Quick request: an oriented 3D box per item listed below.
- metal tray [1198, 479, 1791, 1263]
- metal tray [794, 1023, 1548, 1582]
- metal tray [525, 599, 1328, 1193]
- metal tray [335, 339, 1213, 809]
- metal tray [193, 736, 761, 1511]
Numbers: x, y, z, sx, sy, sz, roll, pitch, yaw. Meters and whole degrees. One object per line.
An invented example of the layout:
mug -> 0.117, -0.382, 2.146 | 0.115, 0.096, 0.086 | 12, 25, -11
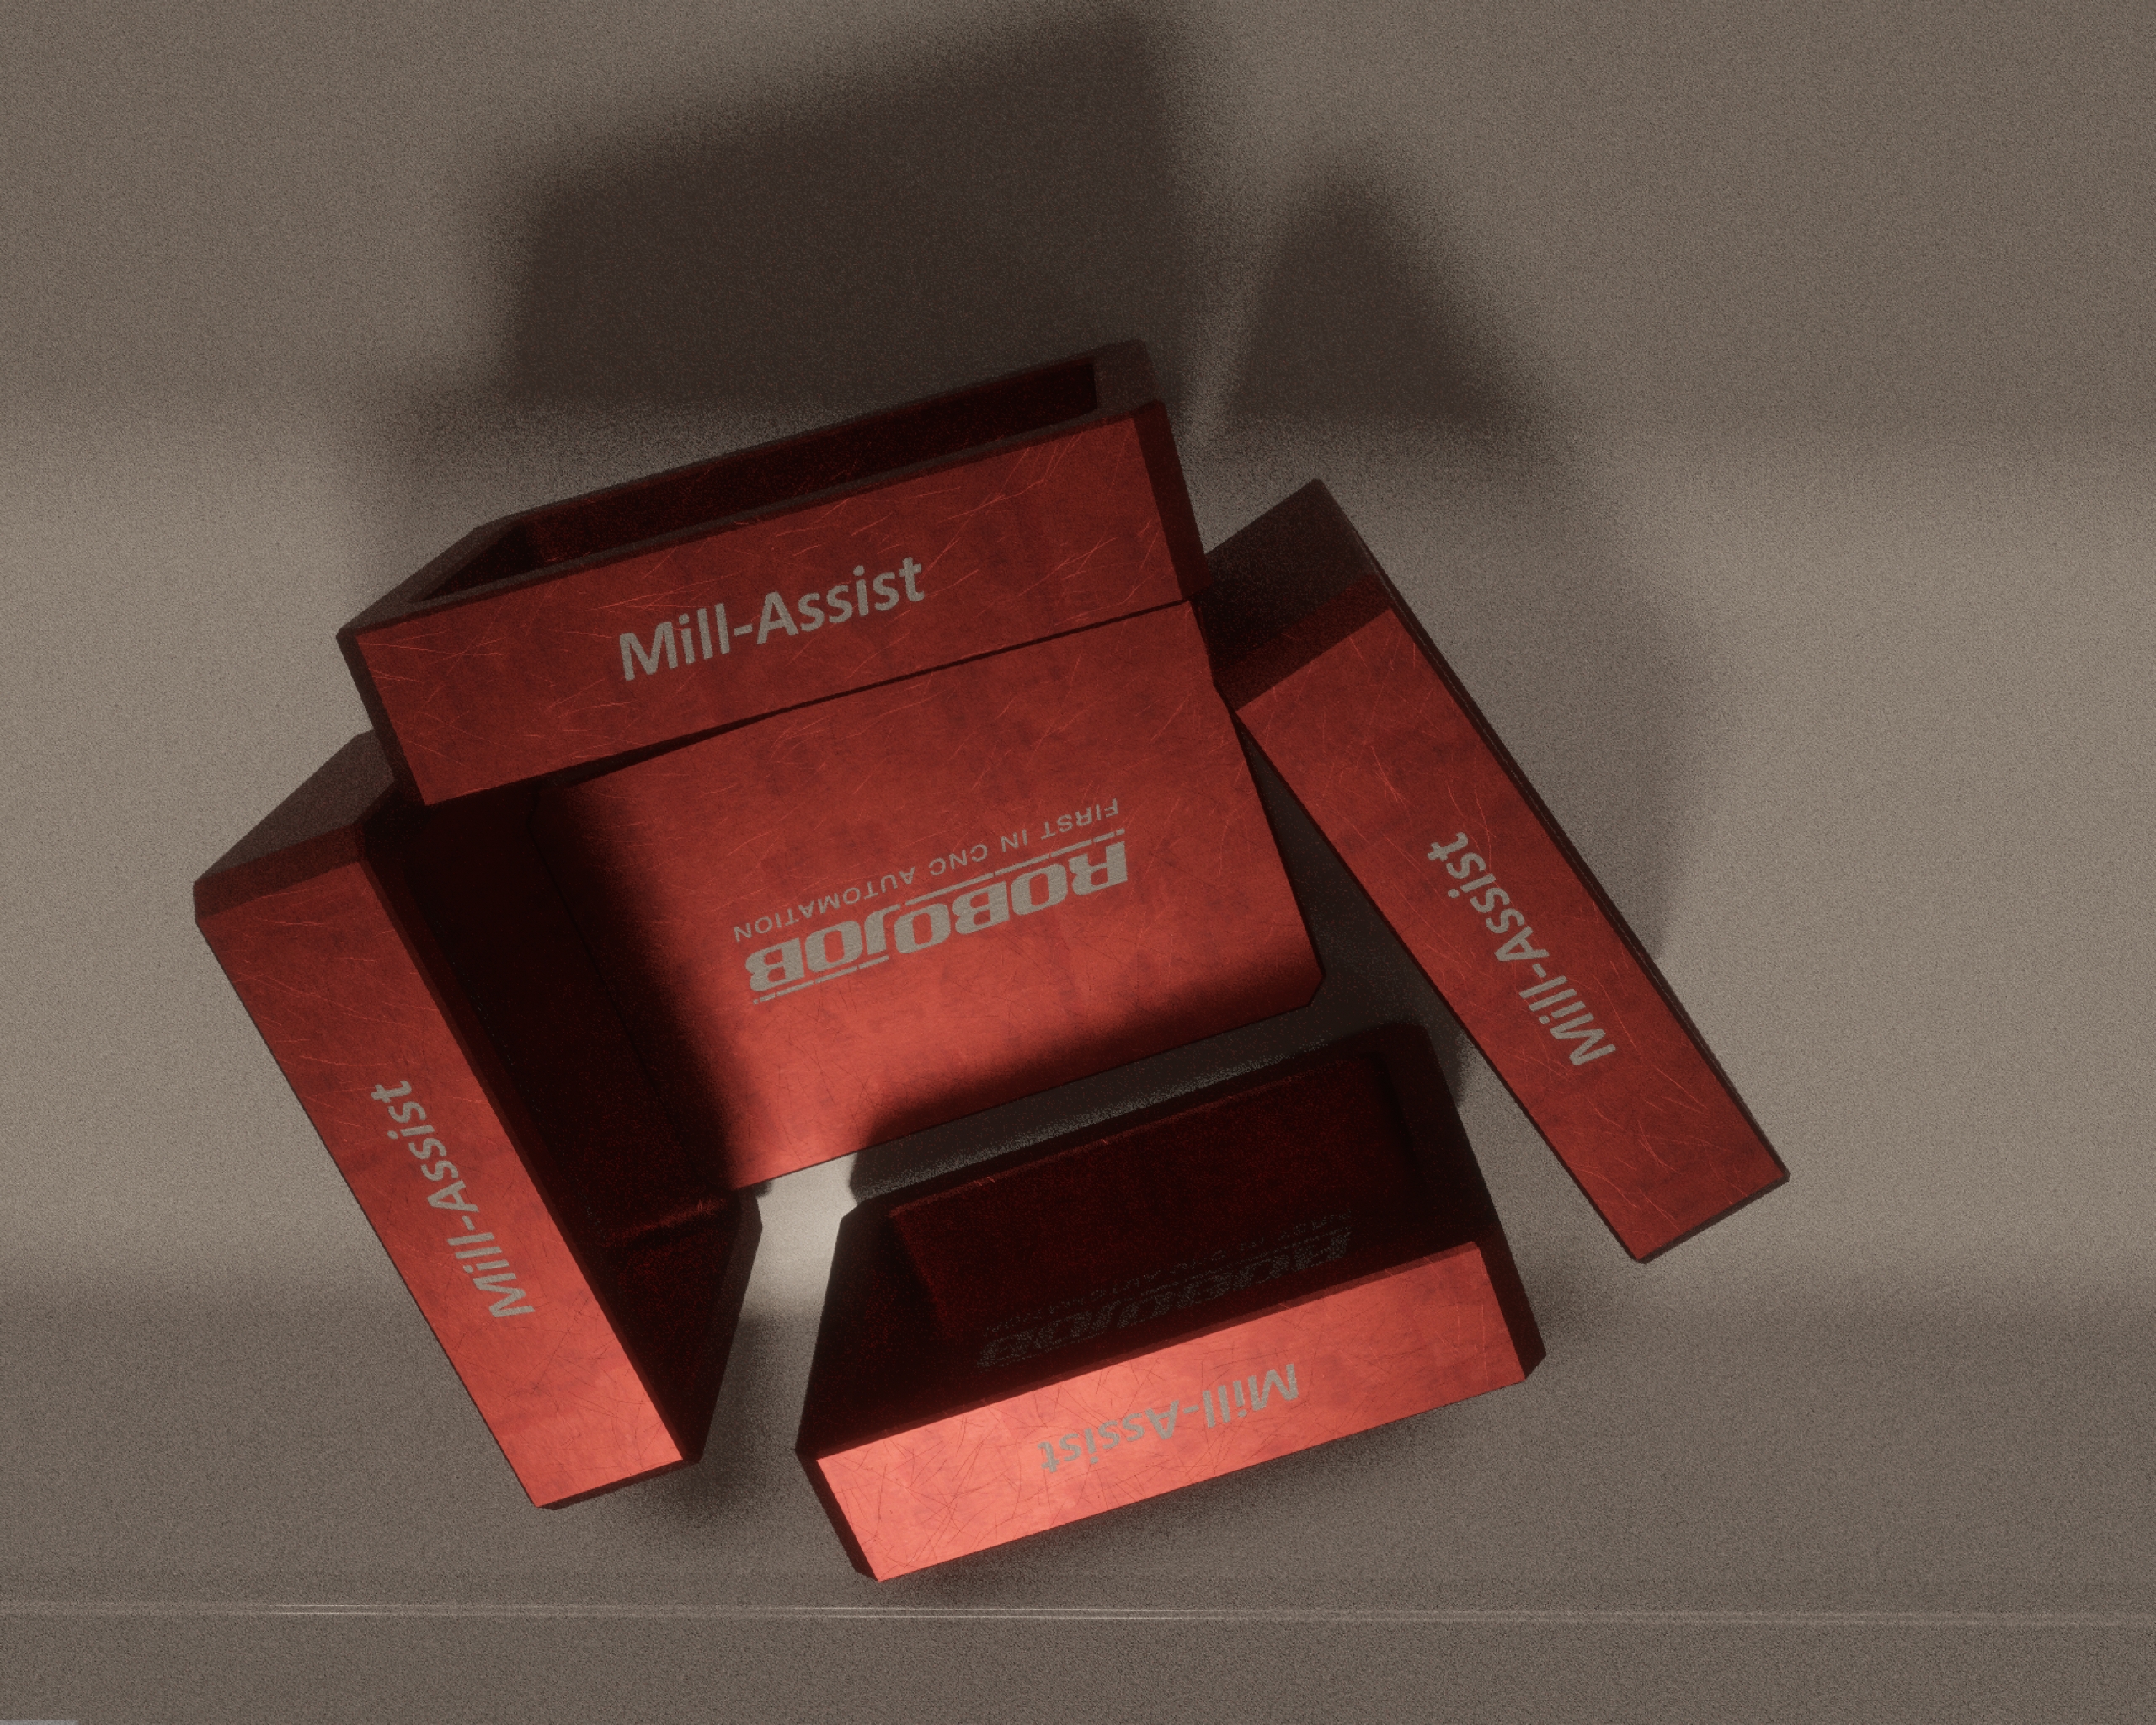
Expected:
metal tray -> 0.071, -0.001, 0.376 | 0.030, 0.090, 0.130 | -34, 107, 12
metal tray -> 0.016, 0.081, 0.405 | 0.131, 0.090, 0.030 | -19, 109, 6
metal tray -> -0.027, 0.002, 0.406 | 0.131, 0.030, 0.090 | -19, 109, 6
metal tray -> -0.047, -0.052, 0.354 | 0.131, 0.090, 0.030 | -15, 110, 5
metal tray -> -0.104, 0.041, 0.388 | 0.030, 0.090, 0.129 | -20, 109, 7
